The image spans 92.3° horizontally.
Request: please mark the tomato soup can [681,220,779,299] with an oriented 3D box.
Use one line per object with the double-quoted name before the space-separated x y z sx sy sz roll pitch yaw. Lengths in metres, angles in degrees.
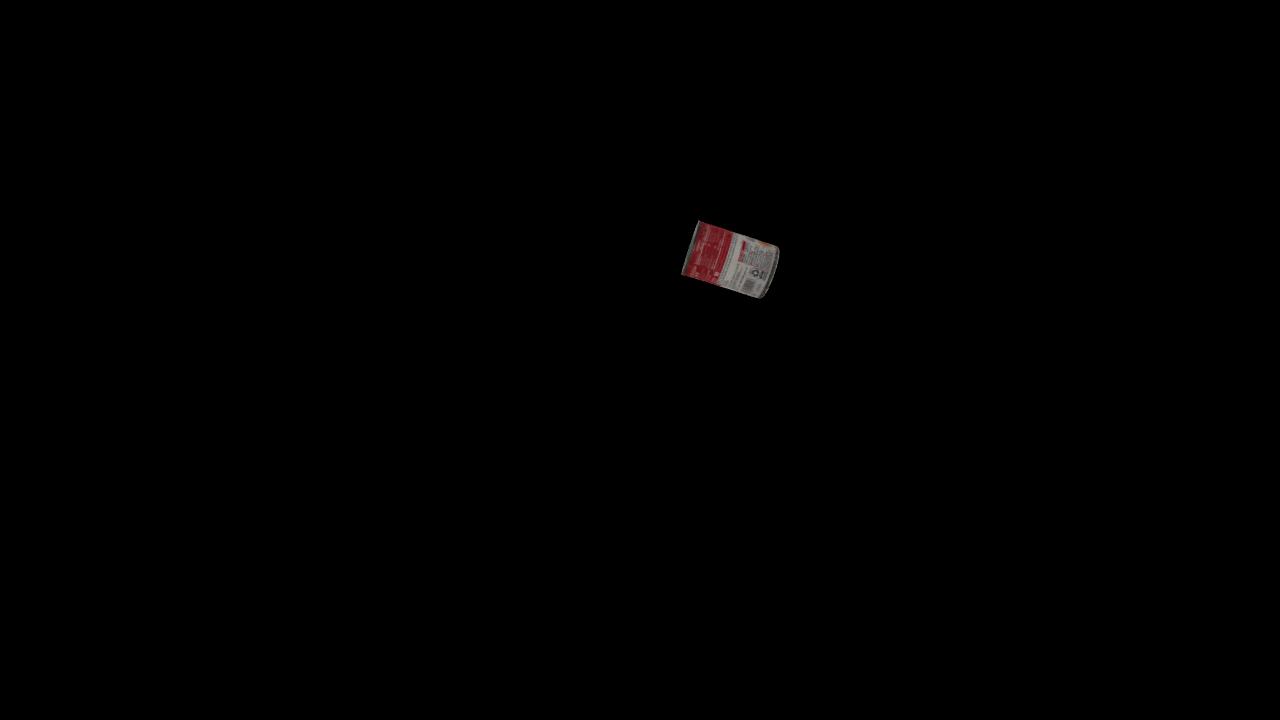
"tomato soup can" 0.107 -0.119 0.734 0.101 0.068 0.068 17 0 -1
